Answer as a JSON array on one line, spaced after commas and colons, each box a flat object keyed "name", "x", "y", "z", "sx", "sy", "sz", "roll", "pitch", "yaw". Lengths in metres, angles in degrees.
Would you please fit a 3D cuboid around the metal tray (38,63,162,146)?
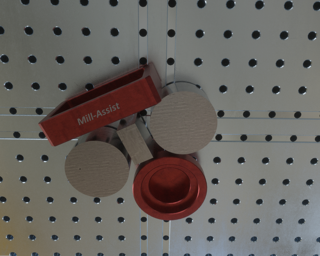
[{"name": "metal tray", "x": -0.064, "y": -0.030, "z": 0.362, "sx": 0.130, "sy": 0.090, "sz": 0.030, "roll": -22, "pitch": 109, "yaw": 8}]

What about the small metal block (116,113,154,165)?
[{"name": "small metal block", "x": -0.030, "y": 0.012, "z": 0.399, "sx": 0.025, "sy": 0.050, "sz": 0.050, "roll": -24, "pitch": 109, "yaw": 8}]

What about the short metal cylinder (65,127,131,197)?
[{"name": "short metal cylinder", "x": -0.079, "y": 0.044, "z": 0.411, "sx": 0.081, "sy": 0.050, "sz": 0.079, "roll": 0, "pitch": 110, "yaw": 0}]

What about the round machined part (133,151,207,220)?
[{"name": "round machined part", "x": 0.013, "y": 0.075, "z": 0.428, "sx": 0.099, "sy": 0.042, "sz": 0.097, "roll": 0, "pitch": 110, "yaw": 0}]

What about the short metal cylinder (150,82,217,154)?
[{"name": "short metal cylinder", "x": 0.028, "y": -0.013, "z": 0.391, "sx": 0.081, "sy": 0.050, "sz": 0.079, "roll": 0, "pitch": 110, "yaw": 0}]
